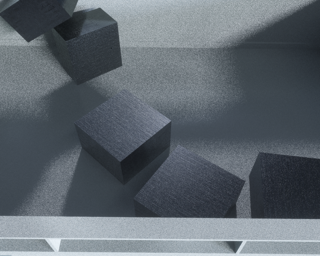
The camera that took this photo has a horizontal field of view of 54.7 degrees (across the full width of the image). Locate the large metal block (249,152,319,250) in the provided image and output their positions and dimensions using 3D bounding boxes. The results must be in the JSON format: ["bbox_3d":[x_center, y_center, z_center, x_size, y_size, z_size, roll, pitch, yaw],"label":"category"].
[{"bbox_3d":[0.142,0.077,0.326,0.080,0.050,0.080,6,50,5],"label":"large metal block"}]

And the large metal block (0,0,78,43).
[{"bbox_3d":[-0.164,-0.178,0.435,0.080,0.050,0.080,-20,44,22],"label":"large metal block"}]

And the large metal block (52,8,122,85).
[{"bbox_3d":[-0.109,-0.124,0.472,0.081,0.080,0.050,-29,56,-23],"label":"large metal block"}]

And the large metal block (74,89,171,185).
[{"bbox_3d":[-0.044,0.008,0.381,0.080,0.050,0.080,36,58,26],"label":"large metal block"}]

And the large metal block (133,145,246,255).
[{"bbox_3d":[0.030,0.077,0.325,0.080,0.050,0.080,29,55,21],"label":"large metal block"}]
